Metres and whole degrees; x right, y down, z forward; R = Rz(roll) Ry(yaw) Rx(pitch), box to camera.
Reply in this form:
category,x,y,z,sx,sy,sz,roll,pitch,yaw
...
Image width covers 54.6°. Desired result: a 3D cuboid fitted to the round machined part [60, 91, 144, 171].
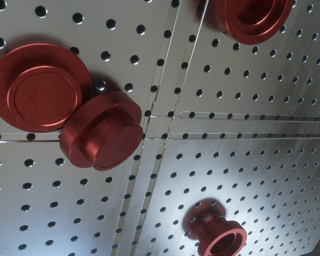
category,x,y,z,sx,sy,sz,roll,pitch,yaw
round machined part,-0.058,0.010,0.349,0.098,0.042,0.098,-37,155,-20

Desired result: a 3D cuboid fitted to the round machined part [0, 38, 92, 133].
category,x,y,z,sx,sy,sz,roll,pitch,yaw
round machined part,-0.117,-0.037,0.313,0.099,0.042,0.097,-14,124,-21

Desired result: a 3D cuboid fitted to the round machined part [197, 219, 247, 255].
category,x,y,z,sx,sy,sz,roll,pitch,yaw
round machined part,0.114,0.213,0.593,0.099,0.042,0.097,-14,124,-21

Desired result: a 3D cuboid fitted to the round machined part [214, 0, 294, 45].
category,x,y,z,sx,sy,sz,roll,pitch,yaw
round machined part,0.105,-0.151,0.363,0.099,0.042,0.097,-14,124,-21
